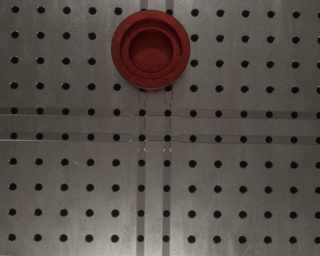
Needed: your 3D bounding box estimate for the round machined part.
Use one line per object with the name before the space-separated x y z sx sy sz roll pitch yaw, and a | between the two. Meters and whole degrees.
round machined part | -0.012 -0.099 0.405 0.099 0.042 0.097 0 90 -1
